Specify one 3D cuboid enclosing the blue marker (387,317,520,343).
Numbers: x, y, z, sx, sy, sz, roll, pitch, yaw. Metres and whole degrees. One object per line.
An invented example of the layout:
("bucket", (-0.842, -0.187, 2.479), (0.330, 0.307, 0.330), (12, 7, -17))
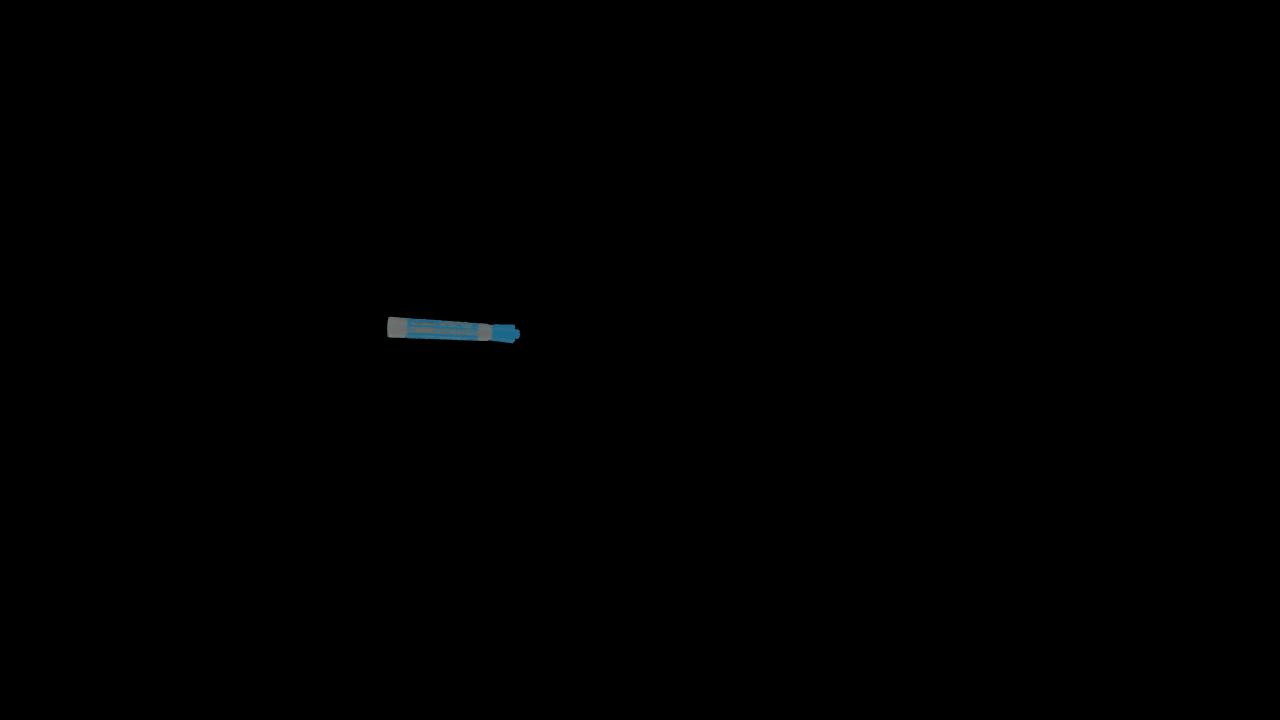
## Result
("blue marker", (-0.173, -0.028, 0.581), (0.121, 0.020, 0.020), (2, -1, -28))
